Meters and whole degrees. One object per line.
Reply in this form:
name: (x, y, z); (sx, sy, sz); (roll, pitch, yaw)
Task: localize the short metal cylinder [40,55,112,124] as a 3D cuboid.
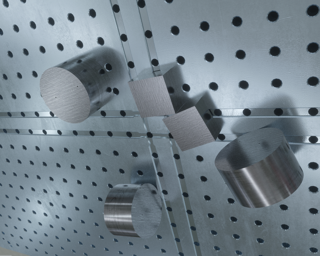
short metal cylinder: (-0.114, -0.053, 0.422); (0.080, 0.050, 0.079); (13, 124, 21)

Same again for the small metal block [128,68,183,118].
small metal block: (-0.005, -0.043, 0.388); (0.050, 0.025, 0.050); (-6, 116, 30)

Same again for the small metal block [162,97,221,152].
small metal block: (0.040, -0.003, 0.388); (0.050, 0.025, 0.050); (-22, 107, 36)

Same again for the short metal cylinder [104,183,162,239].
short metal cylinder: (-0.040, 0.125, 0.474); (0.050, 0.080, 0.080); (-7, 115, 31)

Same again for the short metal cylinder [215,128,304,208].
short metal cylinder: (0.109, 0.042, 0.345); (0.080, 0.080, 0.050); (-22, 107, 36)
